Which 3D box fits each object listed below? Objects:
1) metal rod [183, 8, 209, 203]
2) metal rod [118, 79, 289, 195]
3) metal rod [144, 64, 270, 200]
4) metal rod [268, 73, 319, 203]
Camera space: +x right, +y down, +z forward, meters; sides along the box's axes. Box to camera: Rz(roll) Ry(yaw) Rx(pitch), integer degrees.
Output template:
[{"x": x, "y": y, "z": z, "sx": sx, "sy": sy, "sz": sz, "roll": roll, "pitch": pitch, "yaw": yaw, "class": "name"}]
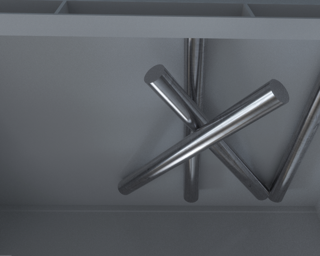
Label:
[{"x": 0.044, "y": -0.002, "z": 0.407, "sx": 0.025, "sy": 0.025, "sz": 0.298, "roll": -2, "pitch": 130, "yaw": 2, "class": "metal rod"}, {"x": 0.025, "y": 0.031, "z": 0.381, "sx": 0.025, "sy": 0.025, "sz": 0.299, "roll": 27, "pitch": 141, "yaw": -21, "class": "metal rod"}, {"x": 0.079, "y": 0.025, "z": 0.406, "sx": 0.025, "sy": 0.025, "sz": 0.300, "roll": -28, "pitch": 132, "yaw": 22, "class": "metal rod"}, {"x": 0.195, "y": -0.002, "z": 0.408, "sx": 0.025, "sy": 0.025, "sz": 0.298, "roll": 2, "pitch": 130, "yaw": -2, "class": "metal rod"}]
